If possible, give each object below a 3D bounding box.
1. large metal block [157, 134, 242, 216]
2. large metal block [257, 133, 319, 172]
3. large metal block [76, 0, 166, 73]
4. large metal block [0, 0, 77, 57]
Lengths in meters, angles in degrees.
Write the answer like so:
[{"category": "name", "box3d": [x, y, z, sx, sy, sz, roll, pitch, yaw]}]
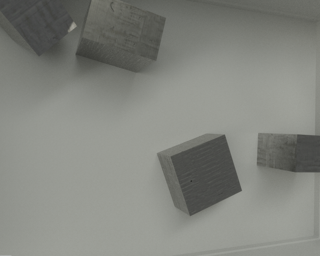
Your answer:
[{"category": "large metal block", "box3d": [0.052, 0.059, 0.416, 0.081, 0.050, 0.080, -20, 97, -19]}, {"category": "large metal block", "box3d": [0.202, 0.035, 0.456, 0.081, 0.080, 0.050, 3, 89, -20]}, {"category": "large metal block", "box3d": [-0.049, -0.106, 0.363, 0.081, 0.080, 0.050, 14, 86, -20]}, {"category": "large metal block", "box3d": [-0.143, -0.128, 0.312, 0.050, 0.080, 0.080, -46, 136, -14]}]
